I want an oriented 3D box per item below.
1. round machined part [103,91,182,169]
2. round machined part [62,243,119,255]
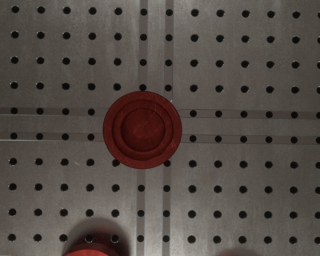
[{"bbox_3d":[-0.022,0.002,0.405,0.099,0.042,0.097,0,90,-1],"label":"round machined part"},{"bbox_3d":[-0.090,0.198,0.404,0.099,0.042,0.097,0,90,-1],"label":"round machined part"}]
